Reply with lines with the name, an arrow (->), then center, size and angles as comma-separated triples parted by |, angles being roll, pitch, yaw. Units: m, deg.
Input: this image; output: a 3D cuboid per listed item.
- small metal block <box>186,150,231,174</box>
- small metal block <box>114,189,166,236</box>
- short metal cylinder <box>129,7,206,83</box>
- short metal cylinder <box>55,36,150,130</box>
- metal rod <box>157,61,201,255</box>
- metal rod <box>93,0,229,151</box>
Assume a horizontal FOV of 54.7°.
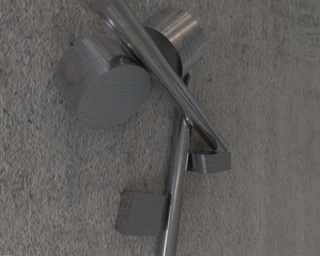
small metal block -> 0.066, 0.047, 0.444 | 0.050, 0.050, 0.025 | -2, 92, -40
small metal block -> -0.024, 0.105, 0.385 | 0.050, 0.025, 0.050 | 17, 80, -39
short metal cylinder -> 0.008, -0.097, 0.375 | 0.050, 0.080, 0.080 | -47, 118, -30
short metal cylinder -> -0.057, -0.044, 0.314 | 0.080, 0.050, 0.080 | -30, 150, -19
metal rod -> 0.029, 0.028, 0.428 | 0.025, 0.025, 0.298 | 13, 82, -39
metal rod -> 0.025, -0.037, 0.368 | 0.300, 0.025, 0.025 | 44, 62, -49
